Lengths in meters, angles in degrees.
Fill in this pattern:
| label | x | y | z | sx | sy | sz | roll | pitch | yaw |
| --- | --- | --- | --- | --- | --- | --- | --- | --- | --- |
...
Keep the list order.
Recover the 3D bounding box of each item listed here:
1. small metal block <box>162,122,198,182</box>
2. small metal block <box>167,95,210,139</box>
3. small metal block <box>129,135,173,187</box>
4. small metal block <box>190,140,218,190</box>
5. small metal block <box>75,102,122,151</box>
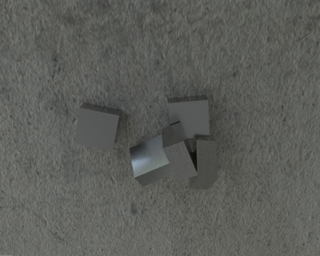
| label | x | y | z | sx | sy | sz | roll | pitch | yaw |
| --- | --- | --- | --- | --- | --- | --- | --- | --- | --- |
| small metal block | 0.023 | 0.028 | 0.381 | 0.025 | 0.050 | 0.050 | -20 | 115 | 8 |
| small metal block | 0.037 | -0.014 | 0.405 | 0.050 | 0.025 | 0.050 | -5 | 110 | 1 |
| small metal block | -0.009 | 0.042 | 0.409 | 0.050 | 0.050 | 0.025 | -24 | 135 | 8 |
| small metal block | 0.056 | 0.049 | 0.404 | 0.025 | 0.050 | 0.050 | 4 | 154 | -4 |
| small metal block | -0.081 | -0.002 | 0.408 | 0.050 | 0.025 | 0.050 | 11 | 110 | -5 |
